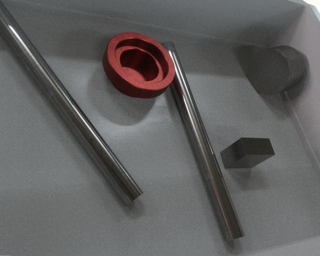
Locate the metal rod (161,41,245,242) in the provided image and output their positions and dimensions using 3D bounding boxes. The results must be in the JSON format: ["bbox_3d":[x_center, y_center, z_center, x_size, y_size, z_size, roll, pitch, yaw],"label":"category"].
[{"bbox_3d":[0.051,0.003,0.432,0.025,0.025,0.299,-3,63,-30],"label":"metal rod"}]

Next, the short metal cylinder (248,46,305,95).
[{"bbox_3d":[0.203,-0.102,0.545,0.050,0.080,0.080,-20,73,-36],"label":"short metal cylinder"}]

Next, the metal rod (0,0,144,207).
[{"bbox_3d":[-0.119,-0.037,0.364,0.025,0.025,0.300,-31,79,-38],"label":"metal rod"}]

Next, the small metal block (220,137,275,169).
[{"bbox_3d":[0.122,0.036,0.436,0.050,0.050,0.025,3,61,-27],"label":"small metal block"}]

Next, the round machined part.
[{"bbox_3d":[-0.032,-0.081,0.428,0.099,0.042,0.098,14,56,-21],"label":"round machined part"}]
